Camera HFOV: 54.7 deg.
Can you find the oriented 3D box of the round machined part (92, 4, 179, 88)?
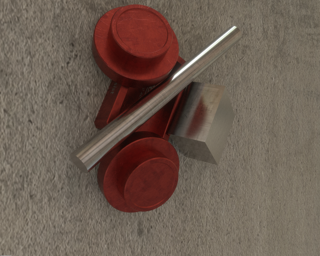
[{"bbox_3d":[-0.024,-0.098,0.348,0.099,0.042,0.098,6,69,-16],"label":"round machined part"}]

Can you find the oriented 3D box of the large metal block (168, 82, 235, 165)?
[{"bbox_3d":[0.060,-0.005,0.421,0.080,0.050,0.080,-67,151,-19],"label":"large metal block"}]

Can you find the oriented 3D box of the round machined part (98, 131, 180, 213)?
[{"bbox_3d":[-0.018,0.056,0.358,0.099,0.042,0.097,-13,117,-27],"label":"round machined part"}]

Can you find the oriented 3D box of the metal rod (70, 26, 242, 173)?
[{"bbox_3d":[0.015,-0.052,0.380,0.302,0.025,0.025,-43,116,-32],"label":"metal rod"}]

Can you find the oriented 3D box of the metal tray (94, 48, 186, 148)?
[{"bbox_3d":[-0.016,-0.042,0.389,0.090,0.030,0.130,31,71,-36],"label":"metal tray"}]
